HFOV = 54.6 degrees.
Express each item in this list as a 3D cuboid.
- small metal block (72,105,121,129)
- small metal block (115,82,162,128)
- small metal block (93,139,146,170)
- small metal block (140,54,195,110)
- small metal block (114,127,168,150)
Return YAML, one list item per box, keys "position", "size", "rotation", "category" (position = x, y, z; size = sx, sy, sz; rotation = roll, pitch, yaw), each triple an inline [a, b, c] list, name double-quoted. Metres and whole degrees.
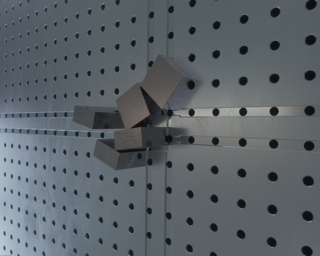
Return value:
- position: [-0.096, -0.017, 0.474]
  size: [0.050, 0.050, 0.025]
  rotation: [18, 101, 39]
  category: "small metal block"
- position: [-0.031, -0.029, 0.436]
  size: [0.050, 0.025, 0.050]
  rotation: [-33, 70, 35]
  category: "small metal block"
- position: [-0.058, 0.036, 0.442]
  size: [0.050, 0.050, 0.025]
  rotation: [25, 106, 37]
  category: "small metal block"
- position: [0.008, -0.060, 0.404]
  size: [0.050, 0.025, 0.050]
  rotation: [49, 119, 29]
  category: "small metal block"
- position: [-0.025, 0.014, 0.415]
  size: [0.050, 0.050, 0.025]
  rotation: [-8, 85, 40]
  category: "small metal block"
